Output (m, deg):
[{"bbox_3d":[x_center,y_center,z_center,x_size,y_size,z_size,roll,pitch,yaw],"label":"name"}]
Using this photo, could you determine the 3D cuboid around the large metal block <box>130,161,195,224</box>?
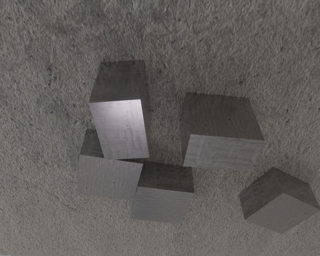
[{"bbox_3d":[0.002,0.100,0.476,0.081,0.050,0.079,8,130,-7],"label":"large metal block"}]

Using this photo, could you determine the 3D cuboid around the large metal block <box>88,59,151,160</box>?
[{"bbox_3d":[-0.040,-0.021,0.352,0.050,0.080,0.080,-4,130,3],"label":"large metal block"}]

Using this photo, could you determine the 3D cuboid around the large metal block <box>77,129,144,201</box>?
[{"bbox_3d":[-0.069,0.053,0.435,0.081,0.050,0.079,9,130,-8],"label":"large metal block"}]

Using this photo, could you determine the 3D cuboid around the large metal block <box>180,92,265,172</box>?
[{"bbox_3d":[0.069,0.003,0.374,0.081,0.080,0.050,5,130,-5],"label":"large metal block"}]

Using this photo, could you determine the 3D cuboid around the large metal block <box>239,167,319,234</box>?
[{"bbox_3d":[0.187,0.117,0.492,0.080,0.050,0.080,25,126,-20],"label":"large metal block"}]
